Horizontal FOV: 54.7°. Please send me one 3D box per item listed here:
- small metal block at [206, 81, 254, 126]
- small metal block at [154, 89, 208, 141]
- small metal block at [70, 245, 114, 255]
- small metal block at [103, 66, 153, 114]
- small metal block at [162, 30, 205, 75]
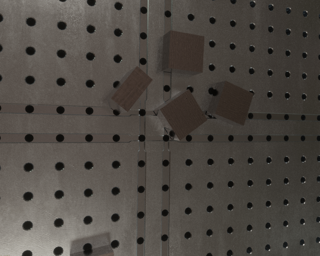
[{"bbox_3d":[0.102,-0.035,0.452,0.050,0.025,0.050,21,83,-19],"label":"small metal block"},{"bbox_3d":[0.028,-0.018,0.424,0.050,0.025,0.050,-36,102,-17],"label":"small metal block"},{"bbox_3d":[-0.082,0.179,0.383,0.050,0.025,0.050,-7,93,-20],"label":"small metal block"},{"bbox_3d":[-0.041,-0.046,0.385,0.025,0.050,0.050,40,77,-16],"label":"small metal block"},{"bbox_3d":[0.032,-0.102,0.425,0.050,0.025,0.050,3,89,-20],"label":"small metal block"}]
